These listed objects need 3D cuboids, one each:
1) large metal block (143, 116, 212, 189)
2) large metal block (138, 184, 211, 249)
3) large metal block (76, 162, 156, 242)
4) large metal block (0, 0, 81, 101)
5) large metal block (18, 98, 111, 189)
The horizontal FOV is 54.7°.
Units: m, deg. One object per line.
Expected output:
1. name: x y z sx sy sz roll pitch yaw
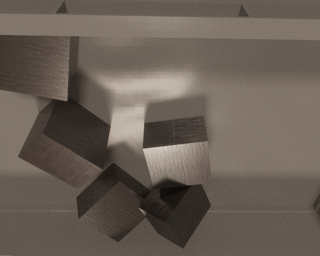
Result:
1. large metal block: 0.025 0.034 0.423 0.080 0.050 0.080 -7 130 5
2. large metal block: 0.025 0.117 0.462 0.050 0.080 0.080 17 146 39
3. large metal block: -0.067 0.114 0.471 0.080 0.050 0.080 -43 121 5
4. large metal block: -0.130 -0.081 0.322 0.081 0.050 0.079 10 130 -9
5. large metal block: -0.113 0.015 0.384 0.050 0.080 0.080 -37 122 26
